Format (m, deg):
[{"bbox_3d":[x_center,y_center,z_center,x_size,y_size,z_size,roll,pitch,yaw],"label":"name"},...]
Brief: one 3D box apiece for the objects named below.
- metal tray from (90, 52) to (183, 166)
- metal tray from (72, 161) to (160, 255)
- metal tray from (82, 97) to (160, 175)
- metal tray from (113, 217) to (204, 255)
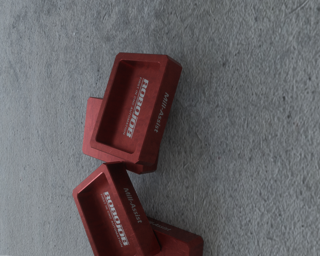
[{"bbox_3d":[-0.032,-0.027,0.387,0.090,0.030,0.129,14,86,39],"label":"metal tray"},{"bbox_3d":[-0.063,0.121,0.413,0.090,0.030,0.130,-41,66,32],"label":"metal tray"},{"bbox_3d":[-0.058,0.007,0.450,0.130,0.030,0.089,13,98,39],"label":"metal tray"},{"bbox_3d":[-0.009,0.171,0.409,0.130,0.030,0.089,7,95,39],"label":"metal tray"}]
